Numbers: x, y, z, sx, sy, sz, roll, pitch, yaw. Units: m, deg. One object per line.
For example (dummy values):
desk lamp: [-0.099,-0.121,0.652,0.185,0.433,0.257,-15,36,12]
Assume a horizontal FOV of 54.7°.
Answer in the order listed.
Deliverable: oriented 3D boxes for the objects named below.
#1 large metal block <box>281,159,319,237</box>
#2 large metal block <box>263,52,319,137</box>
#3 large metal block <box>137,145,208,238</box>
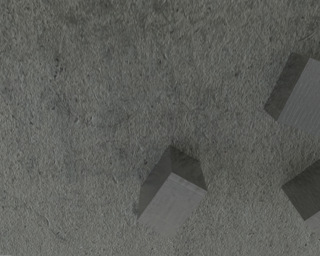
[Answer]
large metal block: [0.225,0.092,0.416,0.080,0.080,0.050,-41,105,14]
large metal block: [0.190,-0.039,0.384,0.080,0.050,0.079,19,109,-7]
large metal block: [0.014,0.081,0.410,0.050,0.080,0.080,30,107,-11]
